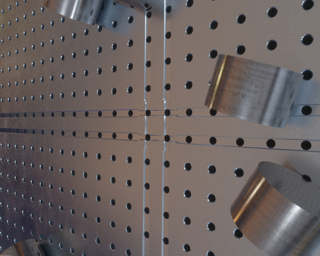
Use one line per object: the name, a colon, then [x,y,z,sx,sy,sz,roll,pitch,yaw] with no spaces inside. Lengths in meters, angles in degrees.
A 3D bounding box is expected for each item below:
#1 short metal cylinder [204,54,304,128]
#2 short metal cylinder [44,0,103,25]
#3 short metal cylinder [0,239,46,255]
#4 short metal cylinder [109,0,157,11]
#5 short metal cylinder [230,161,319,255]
short metal cylinder: [0.089,-0.037,0.299,0.080,0.081,0.050,24,105,37]
short metal cylinder: [-0.132,-0.200,0.480,0.080,0.081,0.050,37,113,33]
short metal cylinder: [-0.258,0.256,0.582,0.050,0.081,0.080,47,118,29]
short metal cylinder: [-0.039,-0.208,0.423,0.080,0.050,0.079,0,90,39]
short metal cylinder: [0.112,0.074,0.280,0.080,0.081,0.050,40,114,32]
